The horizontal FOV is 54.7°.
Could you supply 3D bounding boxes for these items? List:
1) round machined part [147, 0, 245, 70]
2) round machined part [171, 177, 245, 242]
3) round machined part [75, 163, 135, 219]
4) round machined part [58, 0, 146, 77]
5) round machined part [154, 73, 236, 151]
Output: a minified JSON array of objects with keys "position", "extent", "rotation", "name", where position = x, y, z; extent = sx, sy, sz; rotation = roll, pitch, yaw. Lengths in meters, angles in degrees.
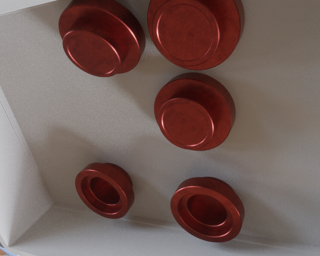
[{"position":[0.031,-0.102,0.311],"extent":[0.098,0.042,0.097],"rotation":[15,132,17],"name":"round machined part"},{"position":[0.068,0.107,0.428],"extent":[0.098,0.042,0.097],"rotation":[13,124,21],"name":"round machined part"},{"position":[-0.084,0.096,0.501],"extent":[0.098,0.042,0.097],"rotation":[13,124,21],"name":"round machined part"},{"position":[-0.070,-0.096,0.352],"extent":[0.098,0.042,0.098],"rotation":[14,148,9],"name":"round machined part"},{"position":[0.037,-0.013,0.370],"extent":[0.098,0.042,0.097],"rotation":[13,124,21],"name":"round machined part"}]
